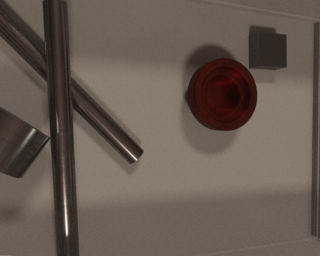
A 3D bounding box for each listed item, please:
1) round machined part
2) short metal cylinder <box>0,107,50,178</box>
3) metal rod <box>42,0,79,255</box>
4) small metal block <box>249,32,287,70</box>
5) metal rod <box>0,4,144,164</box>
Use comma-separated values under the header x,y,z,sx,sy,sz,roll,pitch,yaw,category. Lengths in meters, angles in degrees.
x,y,z,sx,sy,sz,roll,pitch,yaw,category
0.083,-0.045,0.433,0.099,0.042,0.097,0,90,-21,round machined part
-0.164,0.010,0.321,0.080,0.080,0.050,35,79,-17,short metal cylinder
-0.111,0.014,0.351,0.025,0.025,0.298,-3,98,-20,metal rod
0.165,-0.117,0.473,0.050,0.025,0.050,-1,91,-21,small metal block
-0.130,-0.069,0.362,0.025,0.025,0.300,-47,105,-14,metal rod
